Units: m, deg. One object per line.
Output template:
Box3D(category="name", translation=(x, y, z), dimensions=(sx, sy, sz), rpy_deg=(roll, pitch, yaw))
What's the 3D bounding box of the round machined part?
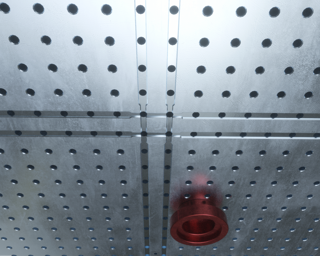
Box3D(category="round machined part", translation=(0.066, 0.161, 0.538), dimensions=(0.099, 0.042, 0.097), rpy_deg=(0, 130, 0))
